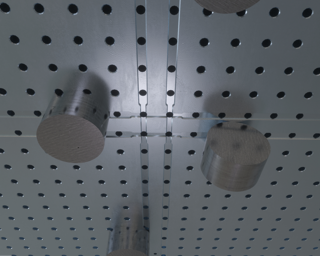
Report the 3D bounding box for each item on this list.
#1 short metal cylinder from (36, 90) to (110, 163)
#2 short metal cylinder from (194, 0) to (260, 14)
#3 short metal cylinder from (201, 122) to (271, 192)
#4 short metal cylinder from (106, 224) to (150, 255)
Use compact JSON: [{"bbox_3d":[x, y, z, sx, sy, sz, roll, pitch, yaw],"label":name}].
[{"bbox_3d":[-0.108,-0.001,0.393,0.081,0.050,0.079,0,130,0],"label":"short metal cylinder"},{"bbox_3d":[0.058,-0.148,0.269,0.081,0.050,0.079,0,130,0],"label":"short metal cylinder"},{"bbox_3d":[0.097,0.036,0.407,0.081,0.080,0.050,4,130,-3],"label":"short metal cylinder"},{"bbox_3d":[-0.060,0.226,0.587,0.081,0.050,0.079,0,130,0],"label":"short metal cylinder"}]
